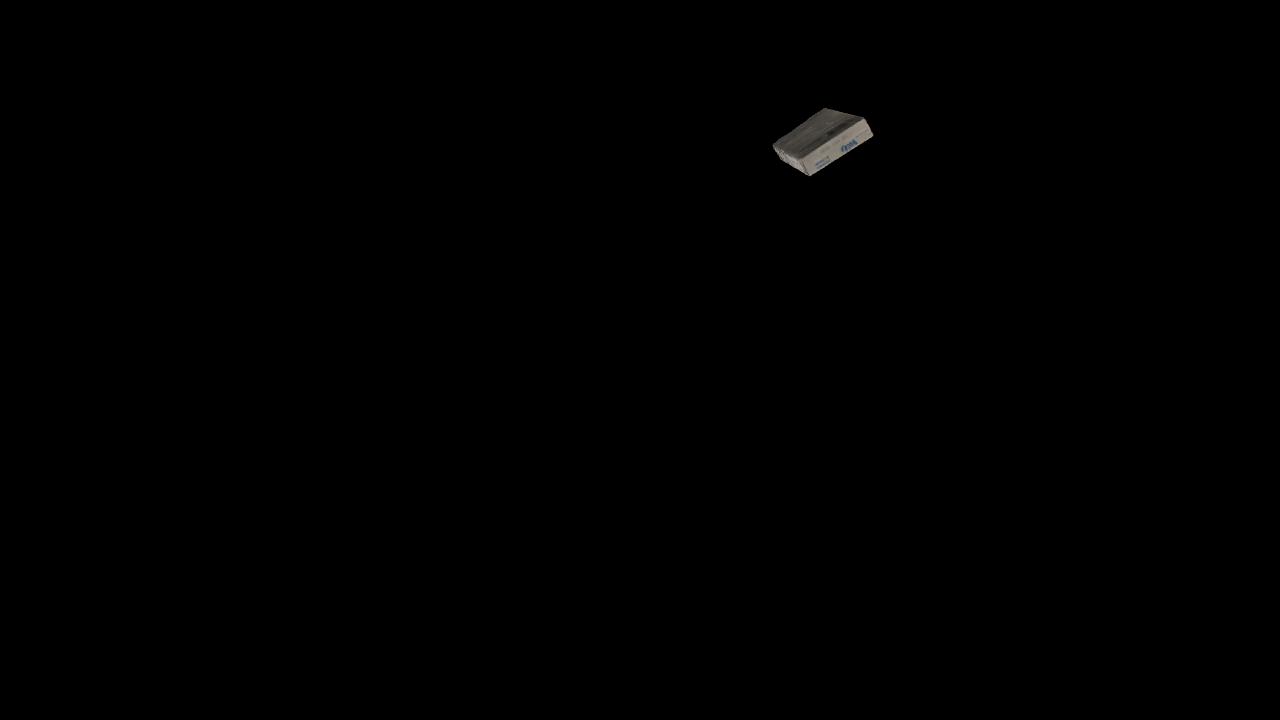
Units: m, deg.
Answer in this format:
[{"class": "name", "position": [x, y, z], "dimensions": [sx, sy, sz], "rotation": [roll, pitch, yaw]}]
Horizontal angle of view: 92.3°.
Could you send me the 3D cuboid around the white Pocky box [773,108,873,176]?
[{"class": "white Pocky box", "position": [0.218, -0.269, 0.753], "dimensions": [0.084, 0.028, 0.154], "rotation": [-32, 22, 14]}]
